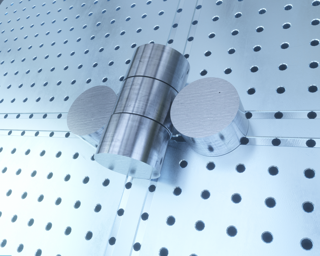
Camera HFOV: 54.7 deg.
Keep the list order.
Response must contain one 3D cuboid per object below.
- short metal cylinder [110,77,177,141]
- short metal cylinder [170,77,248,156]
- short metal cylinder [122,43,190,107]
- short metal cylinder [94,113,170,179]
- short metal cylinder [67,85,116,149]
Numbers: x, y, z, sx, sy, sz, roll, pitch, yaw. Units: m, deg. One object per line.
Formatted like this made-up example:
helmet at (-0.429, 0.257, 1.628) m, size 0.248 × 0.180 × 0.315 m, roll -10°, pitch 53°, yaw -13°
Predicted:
short metal cylinder at (-0.018, -0.021, 0.393) m, size 0.080 × 0.080 × 0.050 m, roll 2°, pitch 63°, yaw 29°
short metal cylinder at (0.059, -0.013, 0.367) m, size 0.080 × 0.050 × 0.080 m, roll -13°, pitch 56°, yaw 20°
short metal cylinder at (-0.005, -0.067, 0.414) m, size 0.080 × 0.080 × 0.050 m, roll 3°, pitch 63°, yaw 29°
short metal cylinder at (-0.033, 0.024, 0.373) m, size 0.080 × 0.080 × 0.050 m, roll 1°, pitch 63°, yaw 28°
short metal cylinder at (-0.084, -0.014, 0.442) m, size 0.080 × 0.050 × 0.080 m, roll -13°, pitch 56°, yaw 20°
